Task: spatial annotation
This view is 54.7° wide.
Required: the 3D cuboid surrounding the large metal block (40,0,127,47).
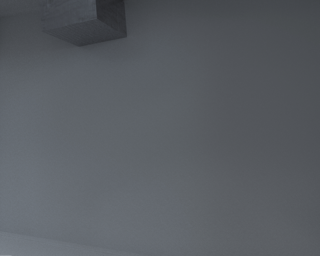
[{"bbox_3d":[-0.100,-0.150,0.417,0.080,0.080,0.050,-5,88,20],"label":"large metal block"}]
